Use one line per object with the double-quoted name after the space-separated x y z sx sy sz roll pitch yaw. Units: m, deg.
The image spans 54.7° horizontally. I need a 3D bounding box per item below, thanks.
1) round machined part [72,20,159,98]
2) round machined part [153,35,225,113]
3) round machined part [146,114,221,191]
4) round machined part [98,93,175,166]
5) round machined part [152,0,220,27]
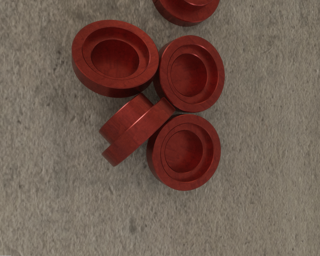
-0.053 -0.077 0.368 0.099 0.042 0.098 7 62 -13 "round machined part"
0.034 -0.069 0.410 0.099 0.042 0.097 -1 92 -27 "round machined part"
0.028 0.030 0.409 0.099 0.042 0.097 -2 94 -24 "round machined part"
-0.032 -0.004 0.360 0.098 0.098 0.042 -44 94 -15 "round machined part"
0.039 -0.191 0.415 0.099 0.042 0.097 0 90 -21 "round machined part"
